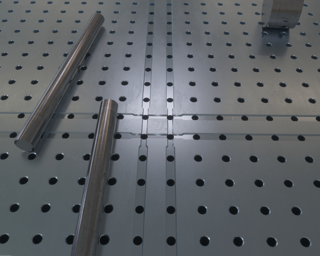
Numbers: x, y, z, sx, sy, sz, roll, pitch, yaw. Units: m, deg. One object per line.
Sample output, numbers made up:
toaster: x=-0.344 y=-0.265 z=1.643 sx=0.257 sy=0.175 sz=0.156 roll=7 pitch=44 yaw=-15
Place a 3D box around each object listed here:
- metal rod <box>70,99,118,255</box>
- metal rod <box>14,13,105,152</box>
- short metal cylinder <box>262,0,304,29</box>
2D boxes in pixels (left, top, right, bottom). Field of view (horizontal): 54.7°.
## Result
metal rod: x=-0.073 y=0.083 z=0.336 sx=0.025 sy=0.025 sz=0.300 roll=1 pitch=50 yaw=1
metal rod: x=-0.143 y=-0.091 z=0.482 sx=0.025 sy=0.025 sz=0.300 roll=8 pitch=50 yaw=7
short metal cylinder: x=0.220 y=-0.222 z=0.560 sx=0.050 sy=0.080 sz=0.080 roll=5 pitch=50 yaw=4
